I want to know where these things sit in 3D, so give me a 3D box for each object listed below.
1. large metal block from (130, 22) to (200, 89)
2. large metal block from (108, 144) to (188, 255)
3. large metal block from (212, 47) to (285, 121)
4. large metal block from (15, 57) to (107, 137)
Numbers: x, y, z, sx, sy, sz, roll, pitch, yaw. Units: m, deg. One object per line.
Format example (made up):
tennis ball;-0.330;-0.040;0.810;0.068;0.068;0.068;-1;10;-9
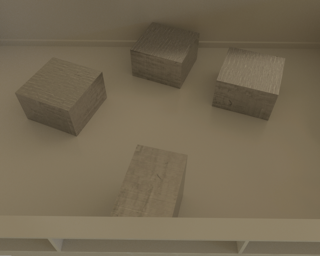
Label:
large metal block;0.009;-0.115;0.486;0.080;0.050;0.080;18;52;14
large metal block;-0.008;0.076;0.305;0.050;0.080;0.080;11;51;9
large metal block;0.127;-0.065;0.444;0.080;0.050;0.080;16;52;13
large metal block;-0.131;-0.045;0.425;0.080;0.050;0.080;18;52;14
